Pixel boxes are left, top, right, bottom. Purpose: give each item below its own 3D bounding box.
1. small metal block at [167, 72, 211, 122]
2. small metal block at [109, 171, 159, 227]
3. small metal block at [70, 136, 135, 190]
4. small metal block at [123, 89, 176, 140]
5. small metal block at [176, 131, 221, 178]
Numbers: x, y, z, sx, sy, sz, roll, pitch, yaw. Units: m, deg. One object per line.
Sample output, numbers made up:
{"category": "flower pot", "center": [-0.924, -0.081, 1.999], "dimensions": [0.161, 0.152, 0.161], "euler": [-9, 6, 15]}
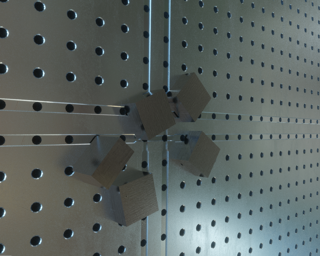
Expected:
{"category": "small metal block", "center": [0.041, -0.044, 0.446], "dimensions": [0.050, 0.025, 0.050], "euler": [52, 60, -28]}
{"category": "small metal block", "center": [-0.032, 0.086, 0.384], "dimensions": [0.050, 0.025, 0.050], "euler": [-16, 101, -39]}
{"category": "small metal block", "center": [-0.064, 0.036, 0.341], "dimensions": [0.025, 0.050, 0.050], "euler": [49, 61, -29]}
{"category": "small metal block", "center": [-0.012, -0.018, 0.401], "dimensions": [0.050, 0.025, 0.050], "euler": [-31, 109, -36]}
{"category": "small metal block", "center": [0.058, 0.039, 0.460], "dimensions": [0.050, 0.025, 0.050], "euler": [42, 65, -32]}
